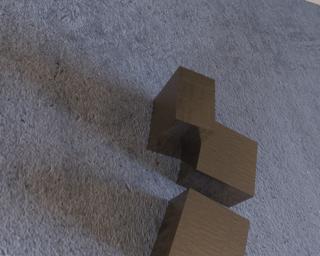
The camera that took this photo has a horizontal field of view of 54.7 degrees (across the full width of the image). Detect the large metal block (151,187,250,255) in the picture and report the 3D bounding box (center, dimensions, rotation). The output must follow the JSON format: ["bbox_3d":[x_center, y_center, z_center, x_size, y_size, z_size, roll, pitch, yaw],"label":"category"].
[{"bbox_3d":[0.043,0.125,0.335,0.080,0.050,0.080,30,52,-9],"label":"large metal block"}]

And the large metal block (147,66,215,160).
[{"bbox_3d":[0.026,-0.017,0.393,0.050,0.080,0.080,19,55,-18],"label":"large metal block"}]

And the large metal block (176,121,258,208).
[{"bbox_3d":[0.075,0.045,0.401,0.080,0.050,0.080,26,53,-12],"label":"large metal block"}]
